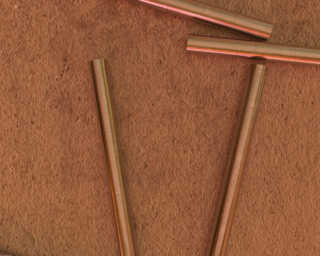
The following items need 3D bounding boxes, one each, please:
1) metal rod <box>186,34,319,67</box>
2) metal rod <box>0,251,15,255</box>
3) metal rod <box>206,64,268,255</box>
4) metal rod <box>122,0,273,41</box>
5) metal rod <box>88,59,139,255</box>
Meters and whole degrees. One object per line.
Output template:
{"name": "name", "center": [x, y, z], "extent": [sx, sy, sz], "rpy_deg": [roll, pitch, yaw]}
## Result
{"name": "metal rod", "center": [0.186, -0.096, 0.411], "extent": [0.302, 0.025, 0.025], "rpy_deg": [6, 90, 0]}
{"name": "metal rod", "center": [-0.107, 0.213, 0.409], "extent": [0.301, 0.025, 0.025], "rpy_deg": [19, 90, 0]}
{"name": "metal rod", "center": [0.097, 0.064, 0.410], "extent": [0.025, 0.025, 0.298], "rpy_deg": [13, 90, 0]}
{"name": "metal rod", "center": [-0.001, -0.169, 0.409], "extent": [0.302, 0.025, 0.025], "rpy_deg": [16, 90, 0]}
{"name": "metal rod", "center": [-0.059, 0.060, 0.409], "extent": [0.025, 0.025, 0.298], "rpy_deg": [-9, 90, 0]}
